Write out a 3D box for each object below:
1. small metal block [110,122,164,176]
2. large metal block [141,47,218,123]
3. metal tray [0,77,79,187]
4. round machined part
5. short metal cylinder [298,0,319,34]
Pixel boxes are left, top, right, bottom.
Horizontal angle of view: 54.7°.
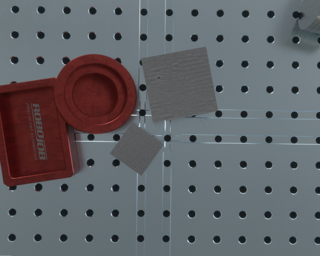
[{"bbox_3d":[-0.030,0.027,0.413,0.050,0.025,0.050,35,90,-1],"label":"small metal block"},{"bbox_3d":[0.024,-0.053,0.401,0.080,0.050,0.080,-11,90,-1],"label":"large metal block"},{"bbox_3d":[-0.164,0.005,0.408,0.091,0.030,0.129,-9,90,-1],"label":"metal tray"},{"bbox_3d":[-0.083,-0.041,0.394,0.099,0.042,0.097,1,86,-21],"label":"round machined part"},{"bbox_3d":[0.219,-0.158,0.389,0.050,0.080,0.080,15,90,0],"label":"short metal cylinder"}]
